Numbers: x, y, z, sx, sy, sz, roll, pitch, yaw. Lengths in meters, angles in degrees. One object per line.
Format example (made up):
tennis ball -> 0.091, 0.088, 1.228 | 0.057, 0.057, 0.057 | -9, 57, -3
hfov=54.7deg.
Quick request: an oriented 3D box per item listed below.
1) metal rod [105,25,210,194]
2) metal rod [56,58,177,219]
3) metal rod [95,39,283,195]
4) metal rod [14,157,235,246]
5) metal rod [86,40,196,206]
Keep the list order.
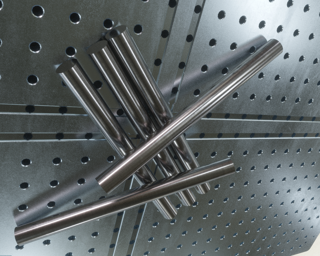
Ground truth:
metal rod -> 0.013, -0.001, 0.419 | 0.025, 0.025, 0.299 | -35, 129, -5
metal rod -> -0.040, 0.037, 0.414 | 0.025, 0.025, 0.299 | -34, 129, -6
metal rod -> 0.046, -0.022, 0.398 | 0.301, 0.025, 0.025 | -38, 130, -13
metal rod -> -0.040, 0.097, 0.424 | 0.302, 0.025, 0.025 | -17, 126, -9
metal rod -> -0.009, 0.017, 0.418 | 0.025, 0.025, 0.299 | -34, 129, -6
